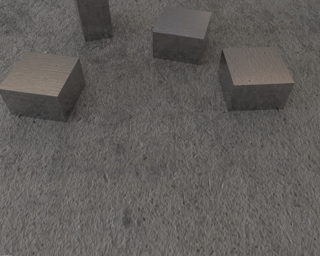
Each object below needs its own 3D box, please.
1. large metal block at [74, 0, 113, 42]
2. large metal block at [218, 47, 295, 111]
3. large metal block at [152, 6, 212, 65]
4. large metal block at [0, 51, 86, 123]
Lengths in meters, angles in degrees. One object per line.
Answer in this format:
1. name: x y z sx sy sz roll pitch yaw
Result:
1. large metal block: -0.121 -0.212 0.544 0.050 0.080 0.080 -15 52 -12
2. large metal block: 0.134 -0.072 0.448 0.081 0.050 0.080 -3 50 -2
3. large metal block: 0.038 -0.156 0.518 0.080 0.050 0.080 11 51 9
4. large metal block: -0.161 -0.059 0.435 0.080 0.050 0.080 8 50 6
